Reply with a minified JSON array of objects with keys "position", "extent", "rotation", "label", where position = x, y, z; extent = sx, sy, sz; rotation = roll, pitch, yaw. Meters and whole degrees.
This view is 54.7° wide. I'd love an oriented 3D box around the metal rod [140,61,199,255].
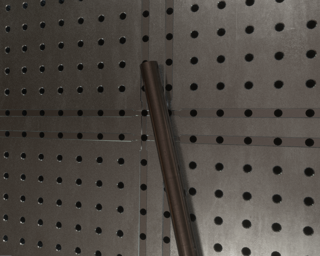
[{"position":[0.015,0.059,0.406],"extent":[0.025,0.025,0.298],"rotation":[-13,86,19],"label":"metal rod"}]
